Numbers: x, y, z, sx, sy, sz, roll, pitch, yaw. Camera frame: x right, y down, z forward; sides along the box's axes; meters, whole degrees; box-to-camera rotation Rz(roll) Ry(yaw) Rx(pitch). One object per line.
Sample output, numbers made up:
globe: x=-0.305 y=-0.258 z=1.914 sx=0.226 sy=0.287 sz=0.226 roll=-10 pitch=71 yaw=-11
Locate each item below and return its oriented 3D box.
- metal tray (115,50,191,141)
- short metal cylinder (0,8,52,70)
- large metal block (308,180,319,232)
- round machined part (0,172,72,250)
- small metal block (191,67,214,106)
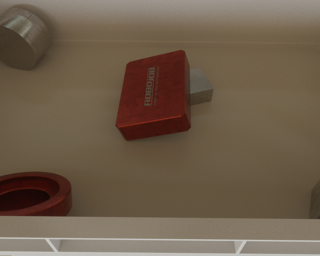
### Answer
metal tray: x=-0.006 y=-0.048 z=0.425 sx=0.090 sy=0.030 sz=0.130 roll=-10 pitch=48 yaw=15
short metal cylinder: x=-0.219 y=-0.137 z=0.482 sx=0.080 sy=0.080 sz=0.050 roll=12 pitch=51 yaw=9
large metal block: x=0.206 y=0.077 z=0.308 sx=0.080 sy=0.080 sz=0.050 roll=18 pitch=52 yaw=14
round machined part: x=-0.137 y=0.081 z=0.304 sx=0.099 sy=0.042 sz=0.098 roll=1 pitch=15 yaw=0
small metal block: x=0.044 y=-0.060 z=0.456 sx=0.050 sy=0.025 sz=0.050 roll=-13 pitch=51 yaw=-12
